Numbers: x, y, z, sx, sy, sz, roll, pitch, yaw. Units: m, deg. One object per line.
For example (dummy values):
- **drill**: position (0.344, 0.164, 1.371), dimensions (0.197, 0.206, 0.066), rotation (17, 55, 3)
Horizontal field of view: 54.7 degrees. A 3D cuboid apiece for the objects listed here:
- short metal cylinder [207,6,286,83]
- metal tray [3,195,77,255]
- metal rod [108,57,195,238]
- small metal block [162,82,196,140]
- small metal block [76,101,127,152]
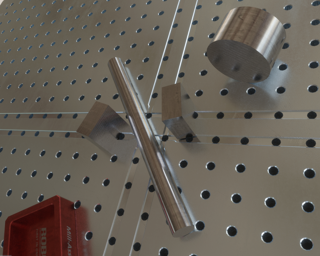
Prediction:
- **short metal cylinder**: position (0.105, -0.099, 0.378), dimensions (0.080, 0.080, 0.050), rotation (18, 71, 34)
- **metal tray**: position (-0.149, 0.160, 0.382), dimensions (0.090, 0.030, 0.130), rotation (-25, 53, 12)
- **metal rod**: position (-0.024, 0.002, 0.418), dimensions (0.025, 0.025, 0.300), rotation (-31, 52, 8)
- **small metal block**: position (0.024, -0.021, 0.391), dimensions (0.025, 0.050, 0.050), rotation (-13, 56, 21)
- **small metal block**: position (-0.080, -0.001, 0.433), dimensions (0.025, 0.050, 0.050), rotation (19, 72, 35)
